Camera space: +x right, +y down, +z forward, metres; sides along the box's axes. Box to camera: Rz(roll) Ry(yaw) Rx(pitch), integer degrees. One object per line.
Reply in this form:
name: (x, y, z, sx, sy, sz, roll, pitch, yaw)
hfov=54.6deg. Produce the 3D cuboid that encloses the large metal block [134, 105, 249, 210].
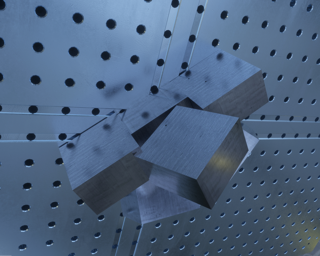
large metal block: (0.035, 0.027, 0.329, 0.080, 0.080, 0.050, -50, 134, -26)

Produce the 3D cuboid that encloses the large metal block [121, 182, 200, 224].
large metal block: (-0.005, 0.088, 0.418, 0.081, 0.080, 0.050, -9, 86, -24)

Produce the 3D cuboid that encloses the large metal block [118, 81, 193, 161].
large metal block: (0.004, 0.001, 0.399, 0.080, 0.050, 0.080, -34, 129, -6)

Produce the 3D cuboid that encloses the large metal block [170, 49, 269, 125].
large metal block: (0.072, -0.045, 0.386, 0.080, 0.080, 0.050, -34, 129, -6)

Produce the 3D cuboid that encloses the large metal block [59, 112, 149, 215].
large metal block: (-0.062, 0.039, 0.363, 0.080, 0.080, 0.050, -33, 129, -7)

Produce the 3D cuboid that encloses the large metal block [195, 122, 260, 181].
large metal block: (0.088, 0.027, 0.431, 0.050, 0.080, 0.080, 33, 103, 4)
